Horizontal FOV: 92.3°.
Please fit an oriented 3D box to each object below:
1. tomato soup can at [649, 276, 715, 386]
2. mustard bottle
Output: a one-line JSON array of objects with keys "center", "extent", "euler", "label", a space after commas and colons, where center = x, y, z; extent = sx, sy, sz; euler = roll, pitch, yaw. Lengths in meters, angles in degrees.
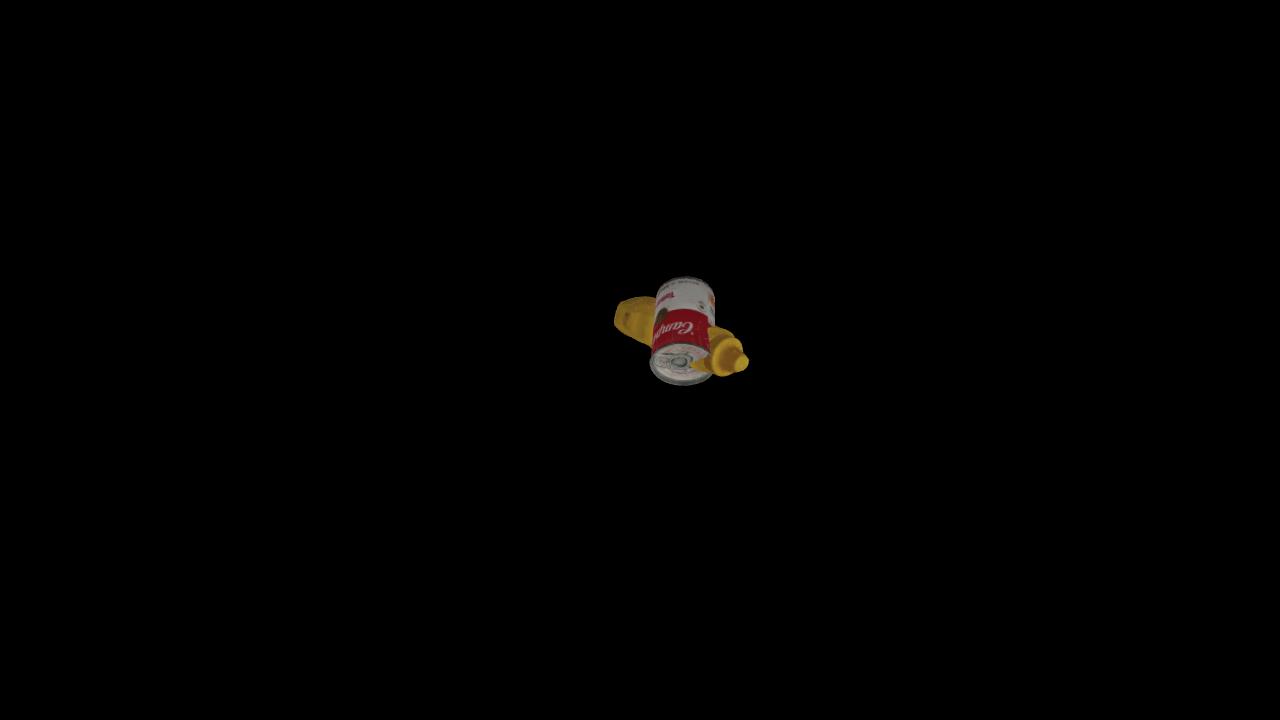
[{"center": [0.048, -0.033, 0.656], "extent": [0.068, 0.101, 0.068], "euler": [4, -40, 3], "label": "tomato soup can"}, {"center": [0.053, -0.024, 0.674], "extent": [0.092, 0.054, 0.184], "euler": [12, 11, -36], "label": "mustard bottle"}]
